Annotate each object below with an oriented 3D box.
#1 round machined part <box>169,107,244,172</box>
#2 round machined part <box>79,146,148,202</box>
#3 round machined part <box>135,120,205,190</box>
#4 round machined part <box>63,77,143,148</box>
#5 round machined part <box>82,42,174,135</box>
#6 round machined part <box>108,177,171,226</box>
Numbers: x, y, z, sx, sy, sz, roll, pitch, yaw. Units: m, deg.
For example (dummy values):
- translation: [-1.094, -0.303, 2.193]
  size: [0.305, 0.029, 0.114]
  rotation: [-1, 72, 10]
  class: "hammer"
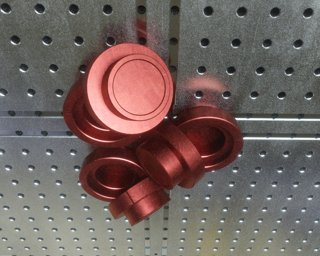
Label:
- translation: [0.056, 0.011, 0.409]
  size: [0.099, 0.042, 0.097]
  rotation: [0, 130, 0]
  class: "round machined part"
- translation: [-0.064, 0.063, 0.452]
  size: [0.099, 0.042, 0.097]
  rotation: [0, 130, 0]
  class: "round machined part"
- translation: [0.007, 0.040, 0.394]
  size: [0.042, 0.098, 0.098]
  rotation: [-38, 133, -23]
  class: "round machined part"
- translation: [-0.063, -0.025, 0.377]
  size: [0.099, 0.042, 0.097]
  rotation: [0, 130, 0]
  class: "round machined part"
- translation: [-0.028, -0.041, 0.329]
  size: [0.099, 0.042, 0.097]
  rotation: [-1, 93, -26]
  class: "round machined part"
- translation: [-0.023, 0.107, 0.453]
  size: [0.098, 0.042, 0.098]
  rotation: [-32, 166, -9]
  class: "round machined part"
